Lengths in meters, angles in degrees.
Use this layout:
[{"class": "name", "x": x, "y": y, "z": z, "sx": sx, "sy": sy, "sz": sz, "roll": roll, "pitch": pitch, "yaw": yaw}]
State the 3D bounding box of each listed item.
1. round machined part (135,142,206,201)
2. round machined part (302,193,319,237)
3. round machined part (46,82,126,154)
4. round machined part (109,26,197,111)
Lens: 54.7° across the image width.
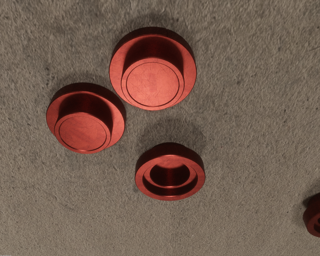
[{"class": "round machined part", "x": 0.014, "y": 0.059, "z": 0.446, "sx": 0.099, "sy": 0.042, "sz": 0.097, "roll": -1, "pitch": 130, "yaw": 0}, {"class": "round machined part", "x": 0.291, "y": 0.141, "z": 0.521, "sx": 0.099, "sy": 0.042, "sz": 0.097, "roll": -1, "pitch": 130, "yaw": 0}, {"class": "round machined part", "x": -0.094, "y": -0.005, "z": 0.390, "sx": 0.099, "sy": 0.042, "sz": 0.097, "roll": -1, "pitch": 130, "yaw": 0}, {"class": "round machined part", "x": -0.008, "y": -0.058, "z": 0.346, "sx": 0.099, "sy": 0.042, "sz": 0.097, "roll": -1, "pitch": 130, "yaw": 0}]
